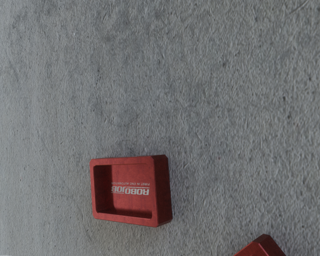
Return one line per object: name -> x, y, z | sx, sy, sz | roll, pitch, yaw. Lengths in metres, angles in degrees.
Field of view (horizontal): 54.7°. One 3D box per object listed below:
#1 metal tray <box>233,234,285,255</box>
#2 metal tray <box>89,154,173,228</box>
metal tray -> 0.113, 0.186, 0.307 | 0.090, 0.030, 0.130 | -51, 60, 27
metal tray -> -0.045, 0.086, 0.439 | 0.130, 0.030, 0.089 | -7, 86, 39
